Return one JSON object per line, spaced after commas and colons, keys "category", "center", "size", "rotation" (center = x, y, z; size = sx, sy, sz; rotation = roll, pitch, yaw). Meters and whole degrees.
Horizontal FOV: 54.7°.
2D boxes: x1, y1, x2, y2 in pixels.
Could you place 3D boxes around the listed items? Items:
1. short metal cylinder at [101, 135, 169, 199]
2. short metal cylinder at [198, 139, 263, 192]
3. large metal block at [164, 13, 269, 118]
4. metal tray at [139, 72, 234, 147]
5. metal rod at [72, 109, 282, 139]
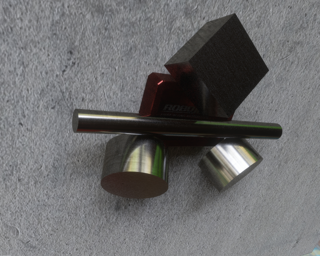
{"category": "short metal cylinder", "center": [-0.029, 0.049, 0.383], "size": [0.080, 0.050, 0.080], "rotation": [1, 146, 1]}
{"category": "short metal cylinder", "center": [0.104, 0.052, 0.460], "size": [0.080, 0.050, 0.080], "rotation": [-32, 158, -15]}
{"category": "large metal block", "center": [0.066, -0.069, 0.357], "size": [0.080, 0.050, 0.080], "rotation": [-48, 115, -16]}
{"category": "metal tray", "center": [0.038, -0.021, 0.414], "size": [0.131, 0.030, 0.089], "rotation": [2, 118, -29]}
{"category": "metal rod", "center": [0.044, -0.001, 0.393], "size": [0.302, 0.025, 0.025], "rotation": [3, 117, -30]}
